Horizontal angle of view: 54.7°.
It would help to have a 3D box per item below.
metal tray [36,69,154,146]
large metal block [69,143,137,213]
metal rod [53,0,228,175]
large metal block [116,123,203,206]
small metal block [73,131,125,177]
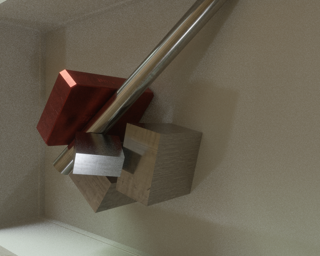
[{"bbox_3d":[-0.079,-0.022,0.399,0.030,0.131,0.089,48,120,30],"label":"metal tray"},{"bbox_3d":[-0.068,0.061,0.425,0.080,0.081,0.050,44,116,31],"label":"large metal block"},{"bbox_3d":[-0.022,-0.057,0.363,0.299,0.025,0.025,-47,61,10],"label":"metal rod"},{"bbox_3d":[0.000,0.039,0.368,0.050,0.081,0.079,17,101,38],"label":"large metal block"},{"bbox_3d":[-0.070,0.029,0.348,0.050,0.050,0.025,-119,40,-60],"label":"small metal block"}]
